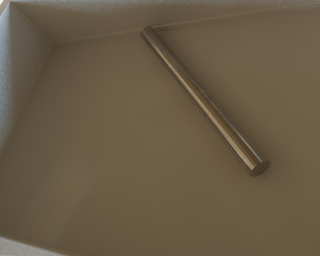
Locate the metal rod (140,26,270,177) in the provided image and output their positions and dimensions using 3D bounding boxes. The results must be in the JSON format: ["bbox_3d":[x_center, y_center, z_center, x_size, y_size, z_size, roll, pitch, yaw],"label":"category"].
[{"bbox_3d":[0.042,-0.056,0.417,0.025,0.025,0.300,-36,51,4],"label":"metal rod"}]
